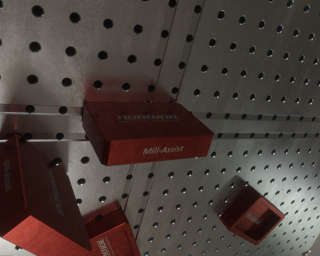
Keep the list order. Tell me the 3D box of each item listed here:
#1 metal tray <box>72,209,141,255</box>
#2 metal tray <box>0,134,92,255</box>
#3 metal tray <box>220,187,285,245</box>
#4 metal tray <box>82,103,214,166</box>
[{"bbox_3d":[-0.082,0.196,0.486,0.091,0.030,0.129,-23,127,-15],"label":"metal tray"},{"bbox_3d":[-0.124,0.072,0.321,0.030,0.130,0.090,-38,130,-3],"label":"metal tray"},{"bbox_3d":[0.191,0.182,0.627,0.090,0.030,0.130,-48,129,5],"label":"metal tray"},{"bbox_3d":[-0.015,0.002,0.363,0.131,0.090,0.030,-2,119,-28],"label":"metal tray"}]
